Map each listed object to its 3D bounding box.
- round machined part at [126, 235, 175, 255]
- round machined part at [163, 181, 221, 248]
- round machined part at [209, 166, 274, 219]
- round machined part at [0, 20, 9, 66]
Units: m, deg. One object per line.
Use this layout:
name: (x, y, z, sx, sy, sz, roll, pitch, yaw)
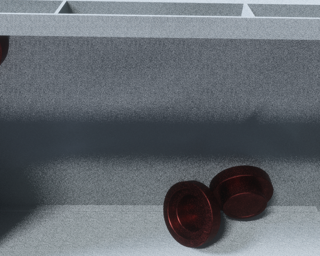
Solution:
round machined part: (-0.019, 0.259, 0.621, 0.099, 0.042, 0.097, 0, 130, 0)
round machined part: (0.054, 0.131, 0.482, 0.042, 0.098, 0.098, 4, 138, -45)
round machined part: (0.130, 0.107, 0.490, 0.099, 0.042, 0.097, 0, 130, 0)
round machined part: (-0.215, -0.090, 0.319, 0.099, 0.042, 0.097, 0, 130, 0)
